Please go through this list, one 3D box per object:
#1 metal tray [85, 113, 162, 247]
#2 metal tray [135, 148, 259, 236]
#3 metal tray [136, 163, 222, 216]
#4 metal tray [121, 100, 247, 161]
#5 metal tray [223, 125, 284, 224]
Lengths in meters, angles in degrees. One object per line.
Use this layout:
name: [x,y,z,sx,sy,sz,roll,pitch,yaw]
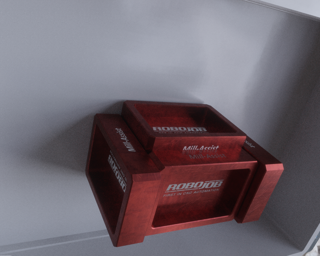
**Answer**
metal tray: [-0.048,0.051,0.344,0.030,0.130,0.089,0,119,-29]
metal tray: [0.041,0.070,0.352,0.131,0.030,0.089,1,118,-29]
metal tray: [0.006,0.079,0.415,0.131,0.090,0.030,0,118,-29]
metal tray: [0.027,0.001,0.378,0.131,0.090,0.030,0,119,-28]
metal tray: [0.096,0.052,0.422,0.030,0.130,0.089,1,119,-29]
